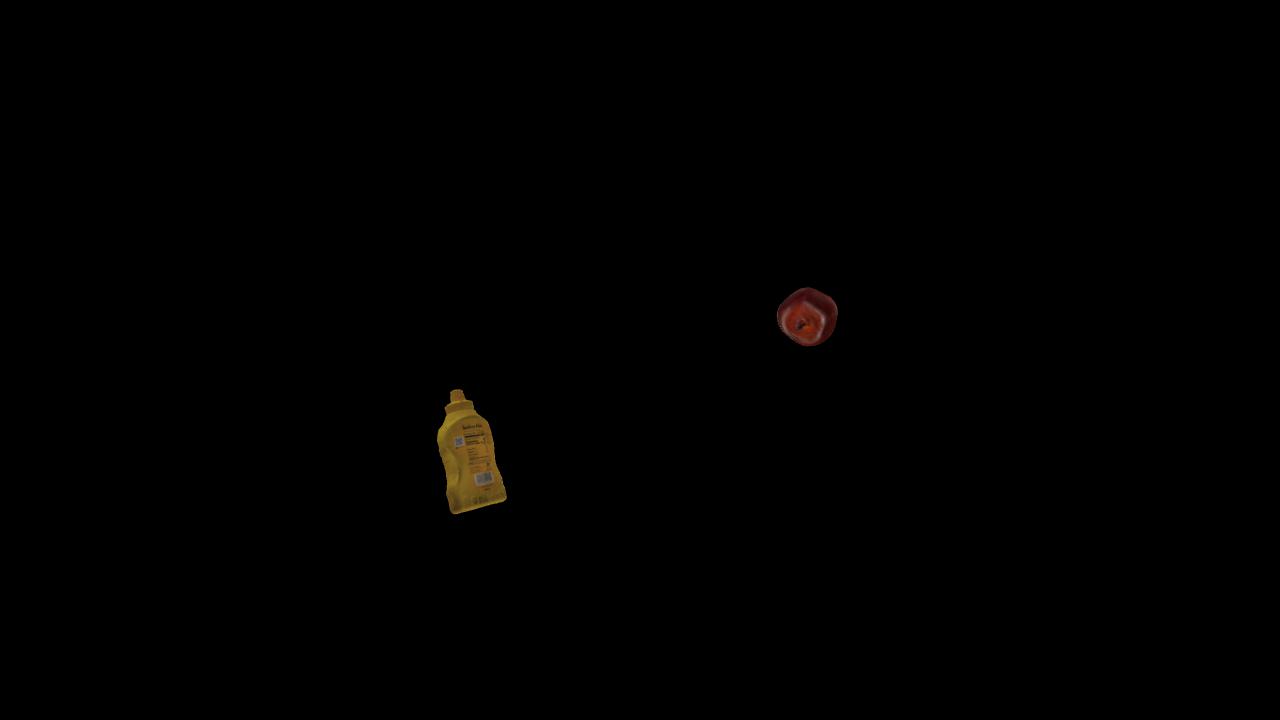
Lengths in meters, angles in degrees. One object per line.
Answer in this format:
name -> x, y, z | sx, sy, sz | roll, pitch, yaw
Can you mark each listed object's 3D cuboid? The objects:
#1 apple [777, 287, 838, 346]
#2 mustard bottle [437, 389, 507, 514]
apple -> 0.225, -0.059, 0.828 | 0.079, 0.079, 0.093 | 0, 20, 29
mustard bottle -> -0.261, 0.133, 0.935 | 0.054, 0.184, 0.092 | -23, -12, 41
